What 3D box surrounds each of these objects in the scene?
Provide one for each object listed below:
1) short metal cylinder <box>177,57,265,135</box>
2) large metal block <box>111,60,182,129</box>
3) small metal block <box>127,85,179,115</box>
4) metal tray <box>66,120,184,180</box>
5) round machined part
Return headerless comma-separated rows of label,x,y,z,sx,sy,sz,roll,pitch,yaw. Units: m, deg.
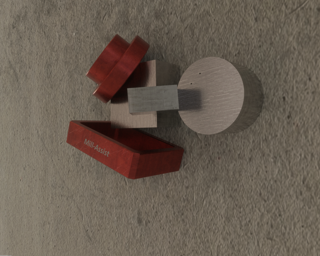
short metal cylinder,0.065,-0.033,0.338,0.080,0.050,0.080,0,90,40
large metal block,-0.019,-0.040,0.407,0.080,0.050,0.080,-2,89,40
small metal block,-0.007,-0.029,0.337,0.050,0.050,0.025,-5,89,-2
metal tray,-0.046,0.022,0.402,0.130,0.091,0.030,22,104,38
round machined part,-0.060,-0.084,0.408,0.042,0.098,0.098,37,122,-15
